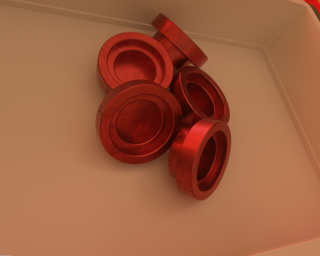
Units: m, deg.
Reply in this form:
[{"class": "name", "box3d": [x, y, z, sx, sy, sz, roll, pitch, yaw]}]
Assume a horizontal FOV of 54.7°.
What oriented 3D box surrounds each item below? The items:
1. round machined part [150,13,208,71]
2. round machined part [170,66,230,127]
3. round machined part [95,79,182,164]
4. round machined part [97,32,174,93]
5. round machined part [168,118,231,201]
[{"class": "round machined part", "box3d": [0.022, -0.120, 0.461, 0.098, 0.042, 0.098, 41, 11, -10]}, {"class": "round machined part", "box3d": [0.050, -0.035, 0.434, 0.098, 0.042, 0.098, 27, 46, -31]}, {"class": "round machined part", "box3d": [-0.027, -0.010, 0.364, 0.099, 0.097, 0.042, 4, 21, -27]}, {"class": "round machined part", "box3d": [-0.035, -0.074, 0.413, 0.099, 0.042, 0.098, 6, 70, -16]}, {"class": "round machined part", "box3d": [0.046, 0.035, 0.377, 0.042, 0.097, 0.099, 16, 41, 33]}]
